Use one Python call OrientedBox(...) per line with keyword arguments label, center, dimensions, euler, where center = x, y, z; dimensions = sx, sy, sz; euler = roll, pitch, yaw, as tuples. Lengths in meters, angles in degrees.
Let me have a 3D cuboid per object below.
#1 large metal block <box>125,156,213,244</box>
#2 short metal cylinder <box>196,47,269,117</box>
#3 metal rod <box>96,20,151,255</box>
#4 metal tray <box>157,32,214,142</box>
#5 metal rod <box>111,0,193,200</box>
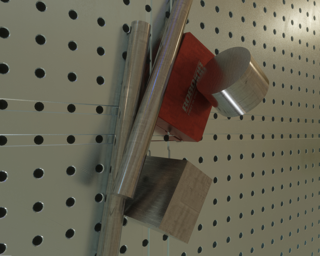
OrientedBox(label="large metal block", center=(0.005, 0.083, 0.378), dimensions=(0.050, 0.080, 0.080), euler=(40, 66, -33))
OrientedBox(label="short metal cylinder", center=(0.096, -0.061, 0.414), dimensions=(0.050, 0.080, 0.080), euler=(42, 65, -32))
OrientedBox(label="metal rod", center=(-0.043, 0.018, 0.372), dimensions=(0.025, 0.025, 0.298), euler=(13, 82, -39))
OrientedBox(label="metal tray", center=(0.038, -0.056, 0.437), dimensions=(0.090, 0.030, 0.130), euler=(32, 70, -35))
OrientedBox(label="metal rod", center=(-0.001, -0.061, 0.385), dimensions=(0.025, 0.025, 0.299), euler=(33, 63, -35))
